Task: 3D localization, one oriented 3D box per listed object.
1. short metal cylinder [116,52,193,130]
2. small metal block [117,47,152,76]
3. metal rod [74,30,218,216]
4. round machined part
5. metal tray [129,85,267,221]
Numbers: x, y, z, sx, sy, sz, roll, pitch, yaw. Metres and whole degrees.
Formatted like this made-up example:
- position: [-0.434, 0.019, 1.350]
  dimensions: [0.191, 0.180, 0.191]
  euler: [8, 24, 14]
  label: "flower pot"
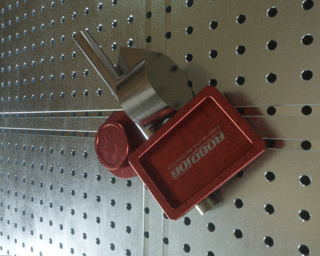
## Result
- position: [-0.006, -0.045, 0.376]
  dimensions: [0.050, 0.081, 0.080]
  euler: [-31, 71, 35]
  label: "short metal cylinder"
- position: [-0.034, -0.085, 0.436]
  dimensions: [0.050, 0.025, 0.050]
  euler: [17, 101, 38]
  label: "small metal block"
- position: [-0.027, -0.018, 0.408]
  dimensions: [0.025, 0.025, 0.299]
  euler: [-47, 70, 29]
  label: "metal rod"
- position: [-0.055, 0.023, 0.440]
  dimensions: [0.098, 0.042, 0.097]
  euler: [0, 90, 39]
  label: "round machined part"
- position: [0.039, 0.028, 0.345]
  dimensions: [0.130, 0.030, 0.090]
  euler: [-42, 71, 14]
  label: "metal tray"
